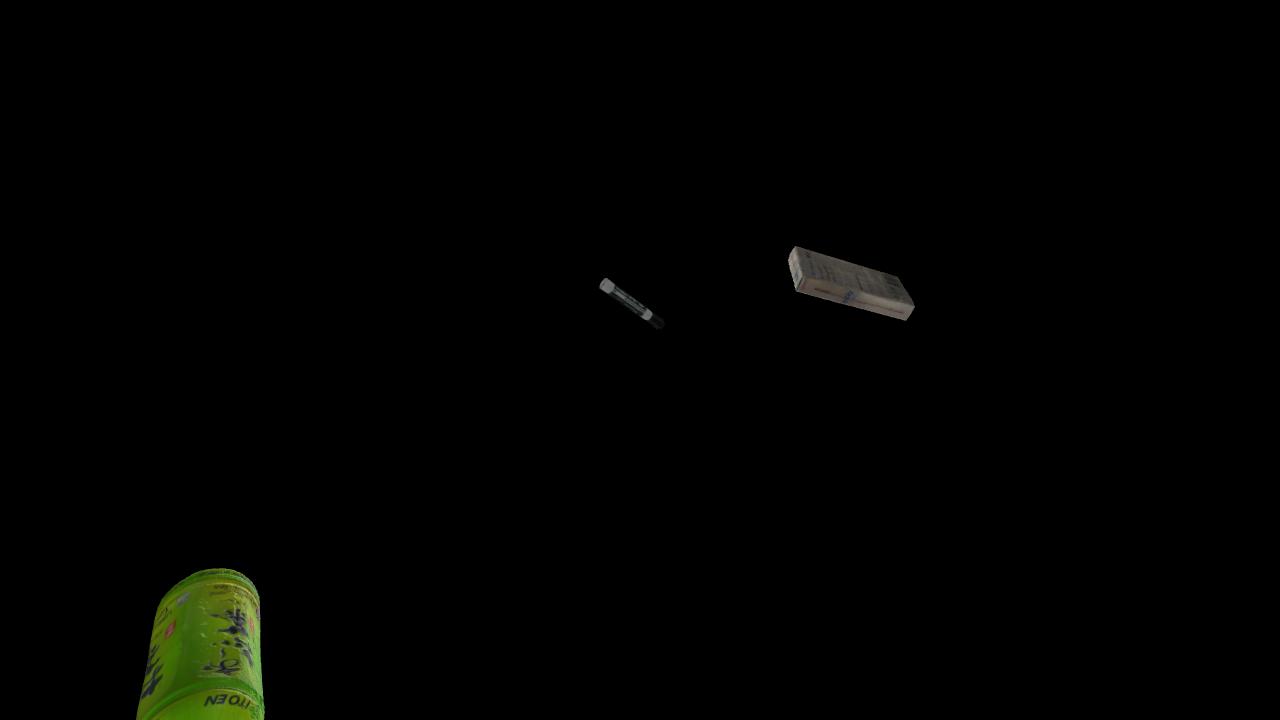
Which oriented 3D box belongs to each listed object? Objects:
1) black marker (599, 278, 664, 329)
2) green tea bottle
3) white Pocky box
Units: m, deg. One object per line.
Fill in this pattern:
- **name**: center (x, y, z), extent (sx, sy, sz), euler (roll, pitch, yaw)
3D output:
- **black marker**: center (-0.009, -0.083, 0.927), extent (0.121, 0.020, 0.020), euler (34, -17, -27)
- **green tea bottle**: center (-0.292, 0.223, 0.414), extent (0.073, 0.073, 0.212), euler (0, 14, -35)
- **white Pocky box**: center (0.274, -0.101, 0.805), extent (0.154, 0.028, 0.084), euler (15, 37, -6)
